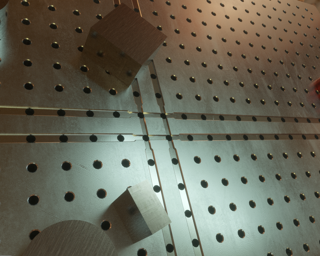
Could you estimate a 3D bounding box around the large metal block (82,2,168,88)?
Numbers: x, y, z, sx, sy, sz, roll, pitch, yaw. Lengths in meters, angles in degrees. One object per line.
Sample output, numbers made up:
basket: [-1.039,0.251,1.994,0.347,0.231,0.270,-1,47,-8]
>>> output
large metal block: [-0.049,-0.118,0.439,0.080,0.050,0.080,37,51,-4]

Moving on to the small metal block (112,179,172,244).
small metal block: [-0.021,0.089,0.328,0.025,0.050,0.050,-21,73,-36]

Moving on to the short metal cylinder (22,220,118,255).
short metal cylinder: [-0.082,0.127,0.271,0.081,0.050,0.080,14,56,-21]

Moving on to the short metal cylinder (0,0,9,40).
short metal cylinder: [-0.221,-0.143,0.361,0.081,0.050,0.080,14,56,-21]

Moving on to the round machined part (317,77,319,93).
round machined part: [0.390,-0.082,0.662,0.099,0.042,0.098,14,56,-21]
